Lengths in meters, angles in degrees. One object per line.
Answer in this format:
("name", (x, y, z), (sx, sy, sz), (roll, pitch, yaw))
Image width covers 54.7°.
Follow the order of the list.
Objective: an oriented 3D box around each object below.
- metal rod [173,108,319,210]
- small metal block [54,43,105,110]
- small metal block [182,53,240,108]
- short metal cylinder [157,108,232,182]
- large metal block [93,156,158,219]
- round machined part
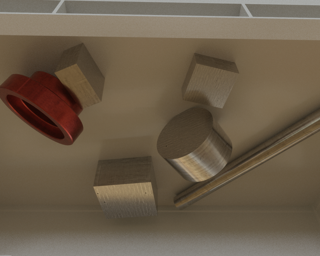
("metal rod", (0.137, 0.044, 0.448), (0.025, 0.025, 0.299), (37, 121, -28))
("small metal block", (-0.086, -0.058, 0.342), (0.025, 0.050, 0.050), (-20, 128, 11))
("small metal block", (0.057, -0.055, 0.363), (0.050, 0.025, 0.050), (11, 129, -10))
("short metal cylinder", (0.043, 0.021, 0.391), (0.080, 0.080, 0.050), (-28, 125, 21))
("large metal block", (-0.048, 0.091, 0.470), (0.080, 0.050, 0.080), (-5, 130, 4))
("round machined part", (-0.128, -0.026, 0.353), (0.098, 0.042, 0.098), (26, 154, 14))
